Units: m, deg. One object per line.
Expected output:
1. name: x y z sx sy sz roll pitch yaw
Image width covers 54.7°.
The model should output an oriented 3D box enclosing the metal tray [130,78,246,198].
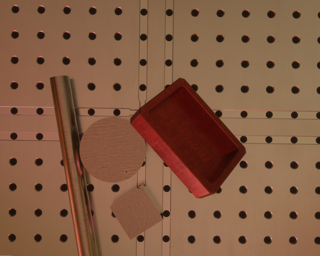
1. metal tray: 0.038 0.010 0.387 0.130 0.030 0.090 49 54 0

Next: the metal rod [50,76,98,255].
1. metal rod: -0.110 0.080 0.411 0.025 0.025 0.298 -9 90 0

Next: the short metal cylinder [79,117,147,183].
1. short metal cylinder: -0.057 0.026 0.400 0.081 0.050 0.079 0 90 -1

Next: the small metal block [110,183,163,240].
1. small metal block: -0.030 0.111 0.413 0.050 0.025 0.050 -32 90 -1
